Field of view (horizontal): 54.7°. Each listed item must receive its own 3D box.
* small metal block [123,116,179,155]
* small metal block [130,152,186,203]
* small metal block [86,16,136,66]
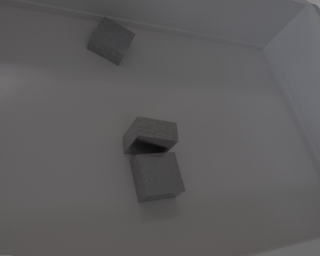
[{"bbox_3d":[-0.012,0.013,0.375,0.050,0.050,0.025,9,58,-24],"label":"small metal block"},{"bbox_3d":[-0.003,0.058,0.368,0.050,0.025,0.050,-1,62,-29],"label":"small metal block"},{"bbox_3d":[-0.069,-0.125,0.444,0.050,0.025,0.050,28,52,-11],"label":"small metal block"}]
